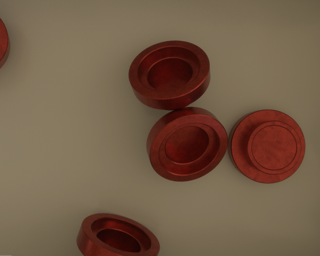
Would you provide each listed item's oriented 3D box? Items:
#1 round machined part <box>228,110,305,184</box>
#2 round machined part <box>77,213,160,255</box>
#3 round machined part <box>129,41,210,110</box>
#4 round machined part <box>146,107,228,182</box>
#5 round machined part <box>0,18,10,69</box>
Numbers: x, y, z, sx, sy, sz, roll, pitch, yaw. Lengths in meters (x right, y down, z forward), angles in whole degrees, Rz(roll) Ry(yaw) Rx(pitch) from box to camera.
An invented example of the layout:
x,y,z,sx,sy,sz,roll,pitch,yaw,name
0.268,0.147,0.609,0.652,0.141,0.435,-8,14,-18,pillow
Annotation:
x,y,z,sx,sy,sz,roll,pitch,yaw,name
0.142,0.024,0.405,0.099,0.042,0.097,0,90,-1,round machined part
-0.053,0.147,0.375,0.098,0.098,0.042,20,96,-1,round machined part
0.014,-0.061,0.388,0.098,0.042,0.098,-6,55,8,round machined part
0.031,0.016,0.389,0.099,0.042,0.097,-7,122,-11,round machined part
-0.243,-0.106,0.389,0.099,0.042,0.097,3,81,-19,round machined part
